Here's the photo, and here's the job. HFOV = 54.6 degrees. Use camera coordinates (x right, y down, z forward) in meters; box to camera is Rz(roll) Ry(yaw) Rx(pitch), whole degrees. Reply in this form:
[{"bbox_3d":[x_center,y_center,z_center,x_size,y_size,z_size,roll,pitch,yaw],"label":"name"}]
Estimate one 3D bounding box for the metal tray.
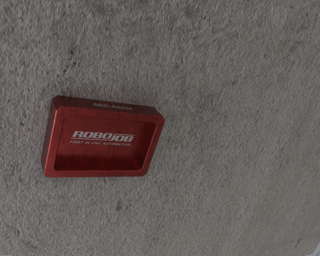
[{"bbox_3d":[-0.067,0.014,0.374,0.131,0.030,0.089,5,116,-31],"label":"metal tray"}]
